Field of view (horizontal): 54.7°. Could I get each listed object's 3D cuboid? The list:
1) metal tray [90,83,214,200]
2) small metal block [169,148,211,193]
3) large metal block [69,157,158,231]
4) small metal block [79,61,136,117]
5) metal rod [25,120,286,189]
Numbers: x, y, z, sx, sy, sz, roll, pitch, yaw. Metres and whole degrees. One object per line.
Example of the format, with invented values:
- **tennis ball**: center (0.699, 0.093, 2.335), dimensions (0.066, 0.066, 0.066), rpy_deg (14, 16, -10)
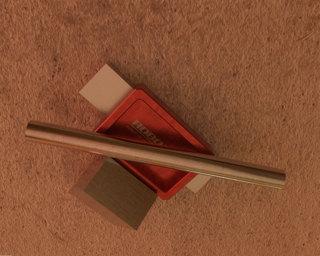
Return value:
- **metal tray**: center (-0.008, 0.020, 0.388), dimensions (0.130, 0.030, 0.090), rpy_deg (42, 104, -14)
- **small metal block**: center (0.046, 0.054, 0.431), dimensions (0.050, 0.025, 0.050), rpy_deg (37, 106, -13)
- **large metal block**: center (-0.063, 0.086, 0.403), dimensions (0.080, 0.080, 0.050), rpy_deg (41, 63, -14)
- **small metal block**: center (-0.064, -0.048, 0.392), dimensions (0.050, 0.025, 0.050), rpy_deg (43, 104, -15)
- **metal rod**: center (-0.001, 0.033, 0.364), dimensions (0.302, 0.025, 0.025), rpy_deg (11, 110, -5)
